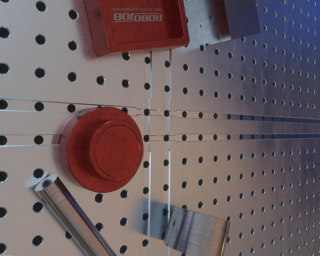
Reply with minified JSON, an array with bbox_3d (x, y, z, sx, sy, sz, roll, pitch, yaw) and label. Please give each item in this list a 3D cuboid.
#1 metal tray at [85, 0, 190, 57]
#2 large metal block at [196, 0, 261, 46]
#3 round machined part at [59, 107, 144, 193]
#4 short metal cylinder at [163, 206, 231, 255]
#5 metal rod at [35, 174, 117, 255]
[{"bbox_3d":[-0.024,-0.141,0.384,0.131,0.030,0.089,-18,101,-39],"label":"metal tray"},{"bbox_3d":[0.107,-0.178,0.482,0.081,0.050,0.080,-23,104,-38],"label":"large metal block"},{"bbox_3d":[-0.058,0.025,0.350,0.099,0.042,0.097,0,90,-40],"label":"round machined part"},{"bbox_3d":[0.050,0.139,0.415,0.080,0.080,0.050,25,75,-37],"label":"short metal cylinder"},{"bbox_3d":[-0.049,0.177,0.368,0.025,0.025,0.299,-43,116,-32],"label":"metal rod"}]
